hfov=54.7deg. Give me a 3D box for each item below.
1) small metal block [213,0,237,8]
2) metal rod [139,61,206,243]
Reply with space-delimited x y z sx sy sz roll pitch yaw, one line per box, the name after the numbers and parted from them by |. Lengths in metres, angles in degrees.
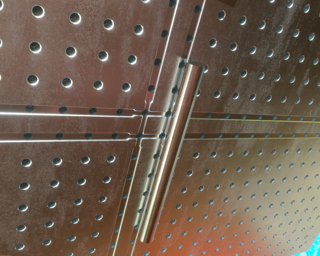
0.068 -0.169 0.345 0.050 0.025 0.050 9 114 -33 | small metal block
0.011 0.050 0.450 0.025 0.025 0.298 0 119 -29 | metal rod
